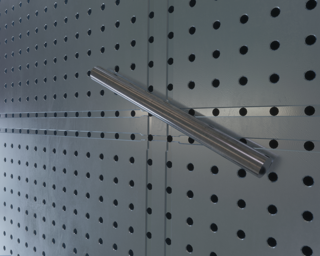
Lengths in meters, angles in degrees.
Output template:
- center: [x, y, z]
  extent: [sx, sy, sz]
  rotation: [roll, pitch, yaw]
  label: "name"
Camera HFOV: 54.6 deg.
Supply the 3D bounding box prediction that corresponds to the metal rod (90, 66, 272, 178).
- center: [0.004, -0.023, 0.406]
  extent: [0.300, 0.025, 0.025]
  rotation: [32, 110, 35]
  label: "metal rod"
